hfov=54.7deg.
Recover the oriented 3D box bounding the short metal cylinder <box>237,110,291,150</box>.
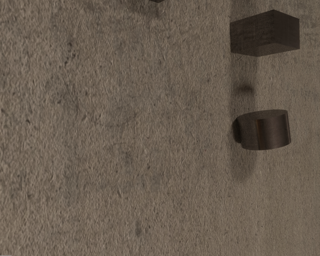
[{"bbox_3d":[0.174,0.002,0.518,0.081,0.080,0.050,-18,102,-39],"label":"short metal cylinder"}]

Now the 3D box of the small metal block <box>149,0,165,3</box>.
[{"bbox_3d":[-0.013,-0.194,0.395,0.050,0.025,0.050,-1,91,-40],"label":"small metal block"}]

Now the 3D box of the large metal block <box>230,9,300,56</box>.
[{"bbox_3d":[0.175,-0.155,0.519,0.081,0.080,0.050,-4,93,-40],"label":"large metal block"}]
